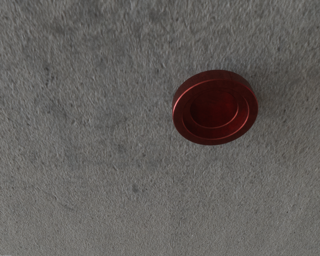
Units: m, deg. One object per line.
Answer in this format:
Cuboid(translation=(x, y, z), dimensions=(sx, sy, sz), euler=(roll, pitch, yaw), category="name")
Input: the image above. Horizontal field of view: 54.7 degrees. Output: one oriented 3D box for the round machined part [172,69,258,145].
Cuboid(translation=(0.064, -0.028, 0.373), dimensions=(0.099, 0.042, 0.097), euler=(-1, 130, 0), category="round machined part")
